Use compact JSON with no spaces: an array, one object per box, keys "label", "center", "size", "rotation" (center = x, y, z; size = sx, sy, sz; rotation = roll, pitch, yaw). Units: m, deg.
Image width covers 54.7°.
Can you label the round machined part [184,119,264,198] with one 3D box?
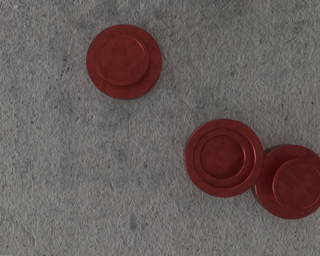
[{"label":"round machined part","center":[0.079,0.037,0.402],"size":[0.099,0.042,0.097],"rotation":[0,90,0]}]

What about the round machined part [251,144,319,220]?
[{"label":"round machined part","center":[0.172,0.071,0.401],"size":[0.099,0.042,0.097],"rotation":[0,91,-2]}]

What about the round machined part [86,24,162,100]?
[{"label":"round machined part","center":[-0.047,-0.086,0.401],"size":[0.099,0.042,0.097],"rotation":[0,90,0]}]
